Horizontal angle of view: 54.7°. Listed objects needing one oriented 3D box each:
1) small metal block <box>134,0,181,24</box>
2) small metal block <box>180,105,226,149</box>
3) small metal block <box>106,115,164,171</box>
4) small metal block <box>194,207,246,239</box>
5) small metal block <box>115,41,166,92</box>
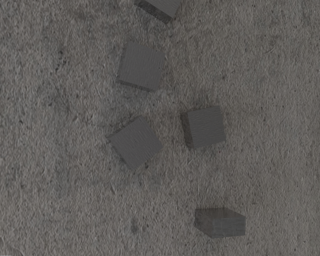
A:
[{"bbox_3d":[0.001,-0.176,0.409,0.050,0.025,0.050,27,81,-18],"label":"small metal block"},{"bbox_3d":[0.060,-0.002,0.431,0.050,0.025,0.050,-13,95,-20],"label":"small metal block"},{"bbox_3d":[-0.032,0.019,0.397,0.050,0.025,0.050,-37,102,-16],"label":"small metal block"},{"bbox_3d":[0.081,0.129,0.426,0.050,0.050,0.025,2,90,-20],"label":"small metal block"},{"bbox_3d":[-0.025,-0.078,0.399,0.050,0.025,0.050,14,85,-20],"label":"small metal block"}]
